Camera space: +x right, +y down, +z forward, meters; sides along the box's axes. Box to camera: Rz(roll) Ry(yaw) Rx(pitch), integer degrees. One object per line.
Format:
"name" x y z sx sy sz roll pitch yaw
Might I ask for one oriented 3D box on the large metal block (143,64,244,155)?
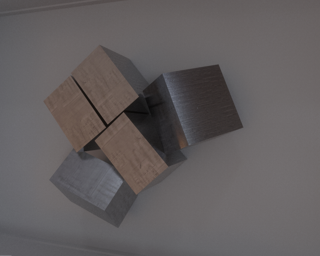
"large metal block" 0.038 -0.022 0.359 0.050 0.081 0.080 -30 77 58

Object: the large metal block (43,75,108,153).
"large metal block" -0.091 -0.017 0.411 0.050 0.080 0.080 -39 78 16

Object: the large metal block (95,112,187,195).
"large metal block" -0.020 0.028 0.385 0.050 0.080 0.080 -43 77 15

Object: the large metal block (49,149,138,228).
"large metal block" -0.081 0.078 0.400 0.080 0.080 0.050 23 63 18

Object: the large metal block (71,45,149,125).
"large metal block" -0.052 -0.051 0.397 0.050 0.080 0.080 -40 78 15
